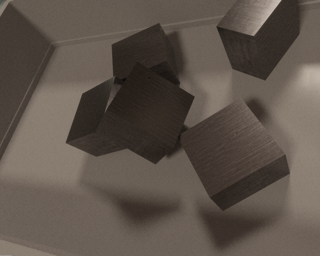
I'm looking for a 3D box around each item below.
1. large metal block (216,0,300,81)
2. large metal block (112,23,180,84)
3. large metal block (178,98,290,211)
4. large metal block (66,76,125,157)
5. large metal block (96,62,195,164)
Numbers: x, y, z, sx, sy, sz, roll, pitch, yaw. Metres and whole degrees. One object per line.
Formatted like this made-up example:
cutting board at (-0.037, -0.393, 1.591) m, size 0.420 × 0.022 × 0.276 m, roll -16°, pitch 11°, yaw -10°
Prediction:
large metal block at (0.123, -0.119, 0.379) m, size 0.050 × 0.080 × 0.080 m, roll 31°, pitch 79°, yaw 37°
large metal block at (-0.022, -0.096, 0.459) m, size 0.080 × 0.050 × 0.080 m, roll -20°, pitch 54°, yaw 16°
large metal block at (0.077, 0.028, 0.331) m, size 0.080 × 0.050 × 0.080 m, roll -32°, pitch 52°, yaw 7°
large metal block at (-0.074, -0.013, 0.419) m, size 0.080 × 0.050 × 0.080 m, roll -17°, pitch 52°, yaw 43°
large metal block at (-0.016, -0.017, 0.365) m, size 0.050 × 0.080 × 0.080 m, roll -49°, pitch 13°, yaw 53°
